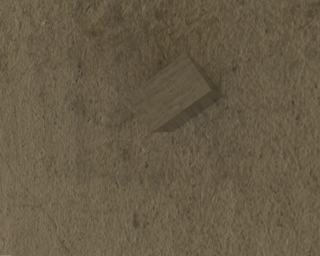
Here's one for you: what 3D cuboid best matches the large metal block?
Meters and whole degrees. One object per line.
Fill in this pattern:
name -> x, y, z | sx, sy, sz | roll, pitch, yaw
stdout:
large metal block -> 0.022, -0.038, 0.372 | 0.080, 0.080, 0.050 | -36, 79, 16
